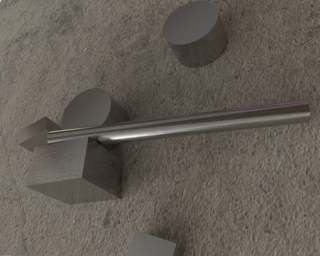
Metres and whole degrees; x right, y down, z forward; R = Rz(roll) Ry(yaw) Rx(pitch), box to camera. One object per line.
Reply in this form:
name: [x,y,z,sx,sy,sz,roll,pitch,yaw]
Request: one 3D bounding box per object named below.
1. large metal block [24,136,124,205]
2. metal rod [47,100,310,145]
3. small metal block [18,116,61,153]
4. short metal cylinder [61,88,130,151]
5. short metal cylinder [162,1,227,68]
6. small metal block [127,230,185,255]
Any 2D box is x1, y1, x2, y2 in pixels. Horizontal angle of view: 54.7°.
large metal block: [-0.102,0.057,0.385,0.080,0.080,0.050,-12,57,22]
metal rod: [0.011,-0.001,0.362,0.301,0.025,0.025,-7,58,11]
small metal block: [-0.175,0.015,0.468,0.050,0.050,0.025,-26,53,11]
short metal cylinder: [-0.091,-0.010,0.439,0.080,0.050,0.080,-13,56,20]
short metal cylinder: [0.050,-0.133,0.442,0.080,0.050,0.080,-13,56,20]
small metal block: [-0.008,0.140,0.321,0.050,0.025,0.050,7,65,31]
